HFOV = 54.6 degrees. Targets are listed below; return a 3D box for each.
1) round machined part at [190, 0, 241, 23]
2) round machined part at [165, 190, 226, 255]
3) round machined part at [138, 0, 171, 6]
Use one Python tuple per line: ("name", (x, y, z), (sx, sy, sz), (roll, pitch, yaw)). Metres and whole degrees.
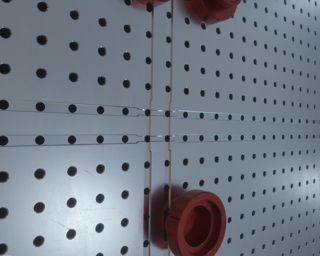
("round machined part", (0.090, -0.214, 0.471), (0.099, 0.042, 0.097), (0, 90, -40))
("round machined part", (0.046, 0.135, 0.436), (0.099, 0.042, 0.097), (0, 90, -40))
("round machined part", (-0.004, -0.211, 0.393), (0.099, 0.042, 0.097), (0, 90, -40))
